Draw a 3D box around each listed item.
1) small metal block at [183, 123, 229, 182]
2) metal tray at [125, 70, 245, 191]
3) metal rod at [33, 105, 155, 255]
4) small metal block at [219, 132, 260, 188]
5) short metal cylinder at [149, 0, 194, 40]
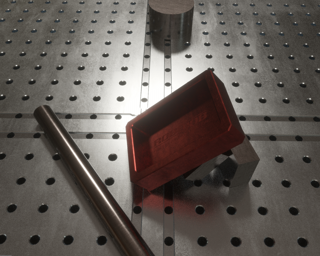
[{"bbox_3d":[0.045,0.027,0.366,0.025,0.050,0.050,20,34,-42],"label":"small metal block"},{"bbox_3d":[0.021,0.004,0.352,0.130,0.030,0.090,-32,46,24],"label":"metal tray"},{"bbox_3d":[-0.071,0.072,0.346,0.025,0.025,0.300,-29,56,-23],"label":"metal rod"},{"bbox_3d":[0.088,0.034,0.364,0.025,0.050,0.050,-11,51,-11],"label":"small metal block"},{"bbox_3d":[0.020,-0.206,0.565,0.081,0.050,0.080,0,50,0],"label":"short metal cylinder"}]
